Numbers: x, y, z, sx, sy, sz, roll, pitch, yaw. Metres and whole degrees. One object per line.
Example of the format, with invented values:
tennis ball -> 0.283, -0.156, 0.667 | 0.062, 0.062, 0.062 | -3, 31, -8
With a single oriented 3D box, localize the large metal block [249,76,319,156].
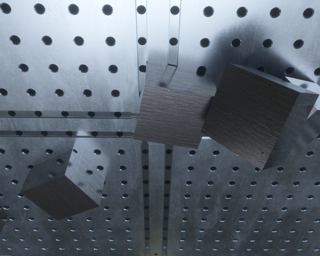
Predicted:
large metal block -> 0.154, -0.010, 0.366 | 0.081, 0.050, 0.080 | 0, 138, -41

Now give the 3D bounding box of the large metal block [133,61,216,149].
large metal block -> 0.015, -0.026, 0.373 | 0.080, 0.050, 0.079 | 9, 130, -8

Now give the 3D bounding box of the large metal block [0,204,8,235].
large metal block -> -0.317, 0.149, 0.519 | 0.080, 0.050, 0.080 | 1, 130, -1

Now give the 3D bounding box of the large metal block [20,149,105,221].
large metal block -> -0.144, 0.088, 0.469 | 0.080, 0.050, 0.080 | -22, 127, 18

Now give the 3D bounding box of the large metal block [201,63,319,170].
large metal block -> 0.101, -0.014, 0.323 | 0.050, 0.080, 0.080 | -3, 119, -46
